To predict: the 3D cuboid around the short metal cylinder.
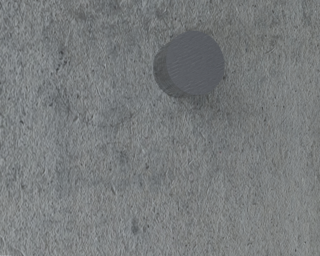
[{"bbox_3d":[0.037,-0.081,0.409,0.081,0.050,0.080,0,90,-20],"label":"short metal cylinder"}]
